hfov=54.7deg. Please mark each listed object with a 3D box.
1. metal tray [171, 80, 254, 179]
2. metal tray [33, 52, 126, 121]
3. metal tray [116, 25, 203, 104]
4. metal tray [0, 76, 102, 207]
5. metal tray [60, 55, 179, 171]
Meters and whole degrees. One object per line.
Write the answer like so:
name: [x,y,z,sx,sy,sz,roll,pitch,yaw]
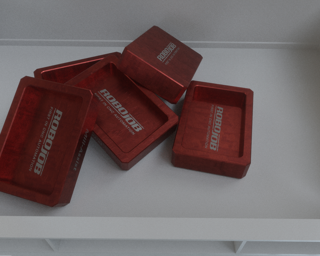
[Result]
metal tray: [0.071,-0.004,0.403,0.090,0.030,0.130,10,51,7]
metal tray: [-0.107,-0.061,0.449,0.131,0.030,0.090,-16,52,-14]
metal tray: [0.005,-0.093,0.434,0.090,0.030,0.130,33,34,-3]
metal tray: [-0.130,0.014,0.349,0.090,0.030,0.129,13,79,10]
metal tray: [-0.052,-0.023,0.390,0.090,0.030,0.130,-40,75,-21]
